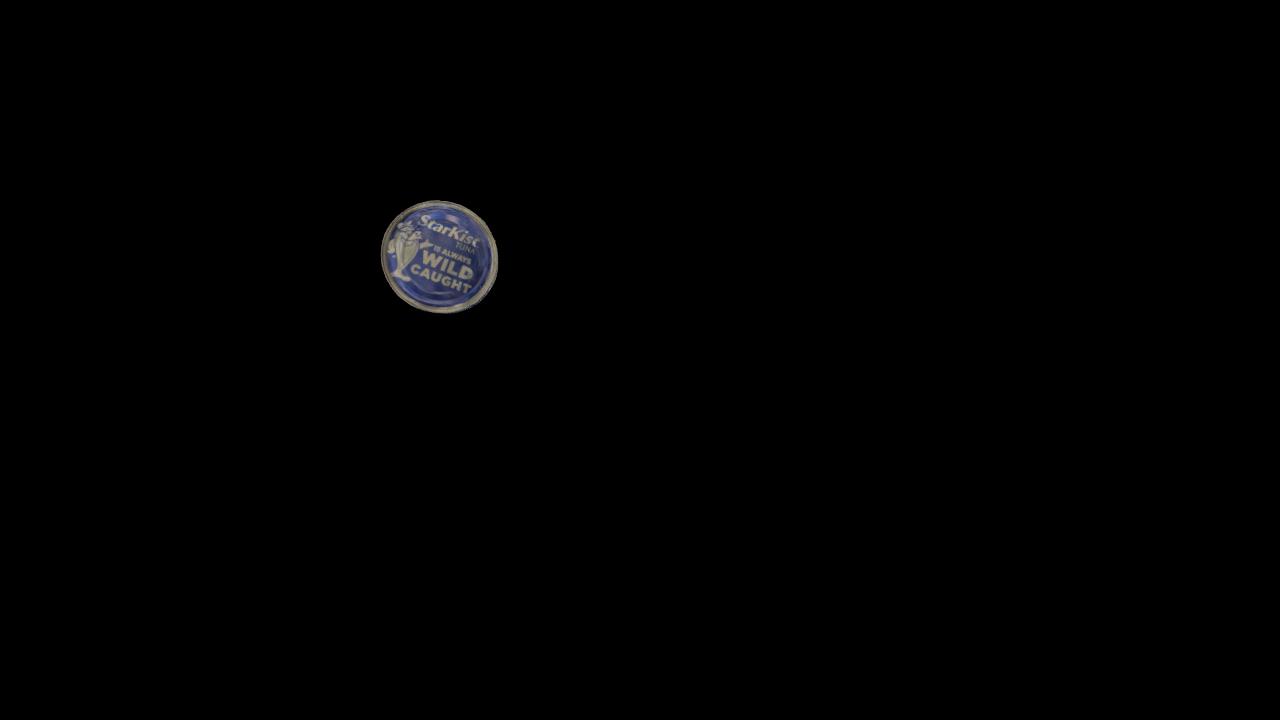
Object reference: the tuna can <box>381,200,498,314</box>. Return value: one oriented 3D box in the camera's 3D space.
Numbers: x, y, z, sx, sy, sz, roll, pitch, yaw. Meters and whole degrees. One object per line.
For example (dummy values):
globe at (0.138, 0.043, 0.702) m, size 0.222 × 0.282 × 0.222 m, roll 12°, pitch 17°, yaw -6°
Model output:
tuna can at (-0.151, -0.077, 0.472) m, size 0.084 × 0.084 × 0.034 m, roll 0°, pitch 3°, yaw -11°
